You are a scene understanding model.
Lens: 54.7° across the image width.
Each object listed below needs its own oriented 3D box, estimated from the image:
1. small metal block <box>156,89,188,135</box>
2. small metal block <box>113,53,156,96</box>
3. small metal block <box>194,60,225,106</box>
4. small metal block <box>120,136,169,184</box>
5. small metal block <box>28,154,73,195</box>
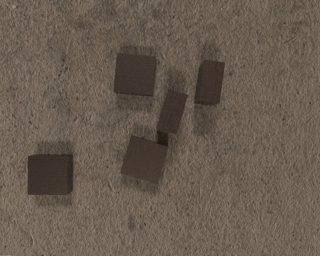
[{"bbox_3d":[0.015,-0.020,0.398,0.025,0.050,0.050,17,90,0],"label":"small metal block"},{"bbox_3d":[-0.033,-0.070,0.410,0.050,0.025,0.050,5,90,-1],"label":"small metal block"},{"bbox_3d":[0.063,-0.056,0.398,0.025,0.050,0.050,8,90,0],"label":"small metal block"},{"bbox_3d":[-0.020,0.041,0.410,0.050,0.025,0.050,16,90,-1],"label":"small metal block"},{"bbox_3d":[-0.144,0.061,0.408,0.050,0.025,0.050,0,90,-1],"label":"small metal block"}]
